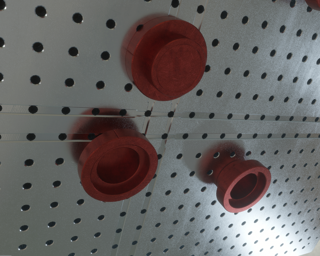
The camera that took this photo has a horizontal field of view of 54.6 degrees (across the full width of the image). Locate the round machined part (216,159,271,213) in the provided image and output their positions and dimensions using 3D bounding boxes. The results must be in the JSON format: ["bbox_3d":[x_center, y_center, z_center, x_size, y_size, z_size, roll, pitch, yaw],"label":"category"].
[{"bbox_3d":[0.138,0.094,0.533,0.099,0.042,0.097,-14,124,-21],"label":"round machined part"}]

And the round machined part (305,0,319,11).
[{"bbox_3d":[0.218,-0.201,0.394,0.099,0.042,0.097,-14,124,-21],"label":"round machined part"}]

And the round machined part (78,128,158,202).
[{"bbox_3d":[-0.056,0.043,0.396,0.099,0.042,0.097,-14,124,-21],"label":"round machined part"}]

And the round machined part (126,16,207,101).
[{"bbox_3d":[0.013,-0.075,0.360,0.099,0.042,0.097,-14,124,-21],"label":"round machined part"}]
